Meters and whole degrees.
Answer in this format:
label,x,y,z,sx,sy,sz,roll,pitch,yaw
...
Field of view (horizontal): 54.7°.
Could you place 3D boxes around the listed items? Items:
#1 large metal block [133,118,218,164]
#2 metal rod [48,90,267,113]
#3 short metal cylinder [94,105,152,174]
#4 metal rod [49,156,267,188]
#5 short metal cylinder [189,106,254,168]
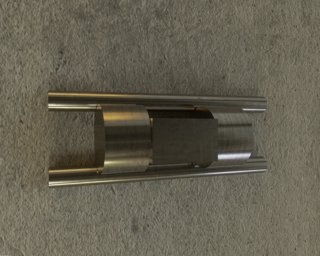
label,x,y,z,sx,sy,sz,roll,pitch,yaw
large metal block,0.016,0.014,0.384,0.081,0.080,0.050,0,90,-20
metal rod,0.011,-0.033,0.414,0.303,0.025,0.025,-1,91,-20
short metal cylinder,-0.046,0.013,0.363,0.050,0.080,0.079,-1,91,-20
metal rod,0.012,0.056,0.415,0.303,0.025,0.025,-1,91,-20
short metal cylinder,0.078,0.012,0.409,0.050,0.080,0.079,-1,91,-20
